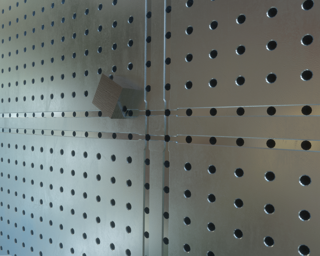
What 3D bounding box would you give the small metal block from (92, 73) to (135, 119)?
[{"bbox_3d":[-0.071,-0.048,0.465,0.050,0.025,0.050,37,112,33],"label":"small metal block"}]
